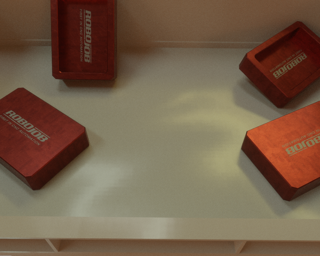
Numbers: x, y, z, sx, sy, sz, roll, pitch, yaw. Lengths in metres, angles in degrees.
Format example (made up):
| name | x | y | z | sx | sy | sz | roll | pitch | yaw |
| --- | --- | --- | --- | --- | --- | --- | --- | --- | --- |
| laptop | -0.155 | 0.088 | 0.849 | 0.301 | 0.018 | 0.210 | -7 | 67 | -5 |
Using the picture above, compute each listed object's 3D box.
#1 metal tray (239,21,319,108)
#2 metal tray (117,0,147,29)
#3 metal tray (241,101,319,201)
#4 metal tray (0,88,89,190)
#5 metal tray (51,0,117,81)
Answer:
| name | x | y | z | sx | sy | sz | roll | pitch | yaw |
| --- | --- | --- | --- | --- | --- | --- | --- | --- | --- |
| metal tray | 0.196 | -0.099 | 0.467 | 0.131 | 0.030 | 0.090 | -34 | 74 | -22 |
| metal tray | -0.082 | -0.245 | 0.609 | 0.091 | 0.030 | 0.130 | -10 | 51 | -9 |
| metal tray | 0.181 | 0.023 | 0.385 | 0.131 | 0.030 | 0.090 | -21 | 53 | -17 |
| metal tray | -0.168 | 0.008 | 0.393 | 0.130 | 0.030 | 0.090 | 30 | 56 | 22 |
| metal tray | -0.111 | -0.137 | 0.459 | 0.091 | 0.129 | 0.030 | 1 | 7 | 0 |
